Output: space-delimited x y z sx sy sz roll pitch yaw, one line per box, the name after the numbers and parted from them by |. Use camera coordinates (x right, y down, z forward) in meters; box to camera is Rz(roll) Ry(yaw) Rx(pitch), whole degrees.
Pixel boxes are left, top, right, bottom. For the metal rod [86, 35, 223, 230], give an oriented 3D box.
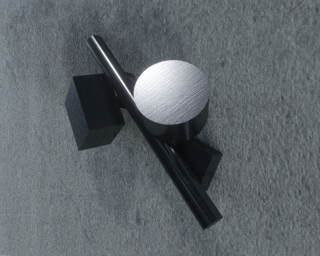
-0.020 -0.012 0.388 0.025 0.025 0.299 -48 62 29 | metal rod

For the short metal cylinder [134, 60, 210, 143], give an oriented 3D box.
0.015 -0.029 0.350 0.080 0.050 0.080 -2 65 6 | short metal cylinder

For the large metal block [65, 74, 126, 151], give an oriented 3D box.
-0.097 -0.022 0.446 0.080 0.050 0.080 -45 61 57 | large metal block

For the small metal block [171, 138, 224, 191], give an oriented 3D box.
0.041 0.042 0.372 0.050 0.025 0.050 31 109 35 | small metal block

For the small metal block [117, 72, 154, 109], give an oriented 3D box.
-0.033 -0.050 0.432 0.050 0.025 0.050 16 100 38 | small metal block
